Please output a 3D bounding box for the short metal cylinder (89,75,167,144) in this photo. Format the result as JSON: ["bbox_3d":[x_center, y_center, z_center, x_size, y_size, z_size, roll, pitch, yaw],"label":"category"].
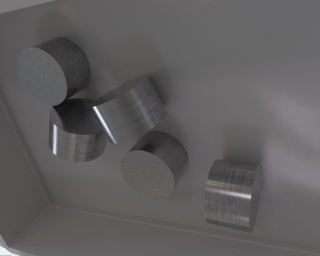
[{"bbox_3d":[-0.038,-0.024,0.379,0.080,0.080,0.050,-15,110,34],"label":"short metal cylinder"}]

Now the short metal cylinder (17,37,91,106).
[{"bbox_3d":[-0.143,-0.077,0.420,0.080,0.050,0.079,13,124,21],"label":"short metal cylinder"}]

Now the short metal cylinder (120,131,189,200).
[{"bbox_3d":[-0.007,0.051,0.428,0.080,0.050,0.079,13,124,21],"label":"short metal cylinder"}]

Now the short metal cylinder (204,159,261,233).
[{"bbox_3d":[0.090,0.080,0.375,0.050,0.080,0.079,6,121,25],"label":"short metal cylinder"}]

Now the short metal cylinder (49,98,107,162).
[{"bbox_3d":[-0.113,0.002,0.434,0.080,0.080,0.050,26,128,12],"label":"short metal cylinder"}]
